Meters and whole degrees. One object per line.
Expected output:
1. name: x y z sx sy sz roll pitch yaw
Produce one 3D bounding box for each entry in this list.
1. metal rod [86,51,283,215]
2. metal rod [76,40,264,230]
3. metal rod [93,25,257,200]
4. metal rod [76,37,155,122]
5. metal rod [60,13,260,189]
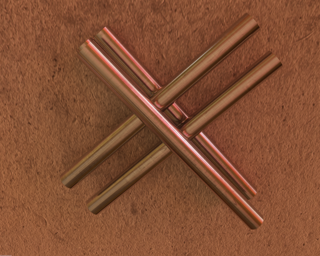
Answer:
1. metal rod: 0.021 0.014 0.390 0.300 0.025 0.025 -40 106 13
2. metal rod: 0.023 0.019 0.365 0.025 0.025 0.300 -41 106 13
3. metal rod: 0.029 -0.010 0.408 0.025 0.025 0.300 -40 106 13
4. metal rod: 0.008 0.004 0.412 0.025 0.025 0.300 -40 106 13
5. metal rod: -0.010 -0.024 0.375 0.300 0.025 0.025 -40 106 13
